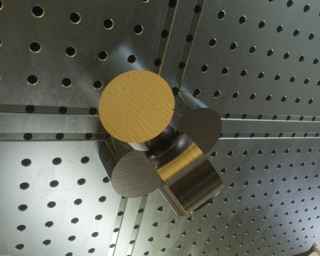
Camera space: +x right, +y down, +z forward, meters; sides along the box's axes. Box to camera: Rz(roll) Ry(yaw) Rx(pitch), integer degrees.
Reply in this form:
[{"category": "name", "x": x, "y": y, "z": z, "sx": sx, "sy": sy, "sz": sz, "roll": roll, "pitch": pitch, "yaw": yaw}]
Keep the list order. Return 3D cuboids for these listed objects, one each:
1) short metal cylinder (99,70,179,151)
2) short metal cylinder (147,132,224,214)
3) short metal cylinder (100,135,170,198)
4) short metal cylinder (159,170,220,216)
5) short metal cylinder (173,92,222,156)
[{"category": "short metal cylinder", "x": -0.021, "y": -0.018, "z": 0.345, "sx": 0.080, "sy": 0.080, "sz": 0.050, "roll": -40, "pitch": 164, "yaw": -2}, {"category": "short metal cylinder", "x": 0.029, "y": 0.052, "z": 0.358, "sx": 0.050, "sy": 0.080, "sz": 0.080, "roll": -36, "pitch": 129, "yaw": -5}, {"category": "short metal cylinder", "x": -0.032, "y": 0.044, "z": 0.405, "sx": 0.081, "sy": 0.050, "sz": 0.079, "roll": -14, "pitch": 125, "yaw": -21}, {"category": "short metal cylinder", "x": 0.041, "y": 0.079, "z": 0.439, "sx": 0.080, "sy": 0.080, "sz": 0.050, "roll": -35, "pitch": 94, "yaw": -5}, {"category": "short metal cylinder", "x": 0.034, "y": -0.002, "z": 0.413, "sx": 0.081, "sy": 0.050, "sz": 0.079, "roll": -14, "pitch": 125, "yaw": -21}]
